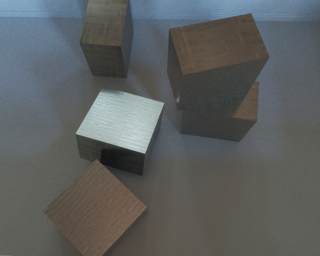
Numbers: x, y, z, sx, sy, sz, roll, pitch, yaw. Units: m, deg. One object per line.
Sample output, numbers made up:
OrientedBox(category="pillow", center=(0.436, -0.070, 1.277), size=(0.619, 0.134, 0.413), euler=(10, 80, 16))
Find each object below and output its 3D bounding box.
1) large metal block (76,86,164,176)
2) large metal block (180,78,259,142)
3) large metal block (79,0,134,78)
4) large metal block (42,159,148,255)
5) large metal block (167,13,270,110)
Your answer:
OrientedBox(category="large metal block", center=(-0.046, 0.003, 0.382), size=(0.080, 0.050, 0.080), euler=(16, 52, 5))
OrientedBox(category="large metal block", center=(0.071, -0.023, 0.390), size=(0.080, 0.080, 0.050), euler=(8, 70, 2))
OrientedBox(category="large metal block", center=(-0.069, -0.125, 0.425), size=(0.050, 0.080, 0.080), euler=(5, 70, 1))
OrientedBox(category="large metal block", center=(-0.071, 0.097, 0.360), size=(0.080, 0.050, 0.080), euler=(41, 75, 13))
OrientedBox(category="large metal block", center=(0.053, -0.064, 0.320), size=(0.081, 0.080, 0.050), euler=(-13, 71, -5))
